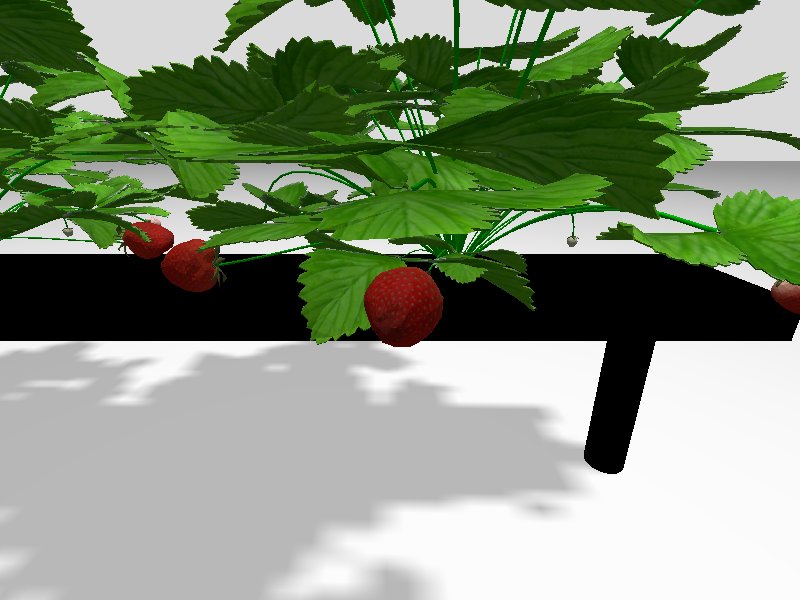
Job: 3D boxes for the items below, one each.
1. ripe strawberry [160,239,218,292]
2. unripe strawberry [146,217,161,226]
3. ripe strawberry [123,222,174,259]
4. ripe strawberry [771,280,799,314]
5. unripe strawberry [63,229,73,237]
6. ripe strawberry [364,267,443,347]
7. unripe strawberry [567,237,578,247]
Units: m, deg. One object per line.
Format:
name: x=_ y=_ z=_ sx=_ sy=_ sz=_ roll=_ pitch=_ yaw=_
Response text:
ripe strawberry: x=-0.162 y=-0.026 z=0.309 sx=0.039 sy=0.040 sz=0.035 roll=-6 pitch=22 yaw=-13
unripe strawberry: x=-0.335 y=-0.104 z=0.545 sx=0.019 sy=0.017 sz=0.017 roll=7 pitch=9 yaw=17
ripe strawberry: x=-0.250 y=-0.060 z=0.402 sx=0.042 sy=0.036 sz=0.042 roll=-6 pitch=22 yaw=-16
ripe strawberry: x=0.272 y=-0.003 z=0.274 sx=0.024 sy=0.028 sz=0.028 roll=-26 pitch=7 yaw=30
unripe strawberry: x=-0.415 y=-0.084 z=0.501 sx=0.011 sy=0.010 sz=0.010 roll=-2 pitch=21 yaw=-5
ripe strawberry: x=0.000 y=0.006 z=0.222 sx=0.045 sy=0.047 sz=0.049 roll=7 pitch=23 yaw=18
unripe strawberry: x=0.188 y=-0.063 z=0.438 sx=0.011 sy=0.011 sz=0.011 roll=-12 pitch=24 yaw=-28
